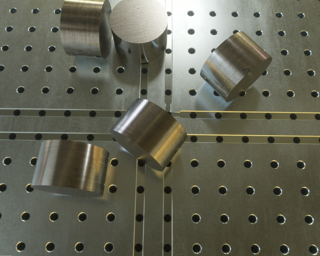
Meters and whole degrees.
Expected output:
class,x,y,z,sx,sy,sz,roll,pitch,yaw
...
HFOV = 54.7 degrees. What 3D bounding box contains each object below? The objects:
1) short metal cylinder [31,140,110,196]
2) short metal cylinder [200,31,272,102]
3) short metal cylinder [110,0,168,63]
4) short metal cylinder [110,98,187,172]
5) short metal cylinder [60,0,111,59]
class,x,y,z,sx,sy,sz,roll,pitch,yaw
short metal cylinder,-0.103,0.050,0.363,0.080,0.080,0.050,5,70,1
short metal cylinder,0.101,-0.080,0.413,0.080,0.080,0.050,-38,75,-13
short metal cylinder,-0.029,-0.142,0.450,0.081,0.050,0.080,0,70,0
short metal cylinder,-0.014,0.009,0.379,0.080,0.080,0.050,34,74,11
short metal cylinder,-0.100,-0.139,0.432,0.050,0.080,0.080,6,70,2
